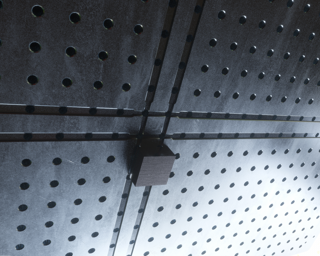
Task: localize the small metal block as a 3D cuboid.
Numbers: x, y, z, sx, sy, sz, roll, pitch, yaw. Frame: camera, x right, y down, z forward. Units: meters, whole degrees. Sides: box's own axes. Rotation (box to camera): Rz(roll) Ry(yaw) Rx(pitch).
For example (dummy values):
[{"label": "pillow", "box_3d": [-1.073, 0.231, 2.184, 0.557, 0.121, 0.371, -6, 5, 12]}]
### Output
[{"label": "small metal block", "box_3d": [-0.011, 0.054, 0.441, 0.050, 0.025, 0.050, 2, 117, -30]}]
